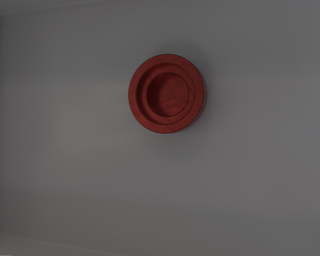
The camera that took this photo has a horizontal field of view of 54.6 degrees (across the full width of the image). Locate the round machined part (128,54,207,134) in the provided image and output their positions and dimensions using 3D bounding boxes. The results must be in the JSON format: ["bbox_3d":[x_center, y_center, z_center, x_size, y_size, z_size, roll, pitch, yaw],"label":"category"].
[{"bbox_3d":[0.013,-0.042,0.397,0.098,0.042,0.097,0,90,20],"label":"round machined part"}]
